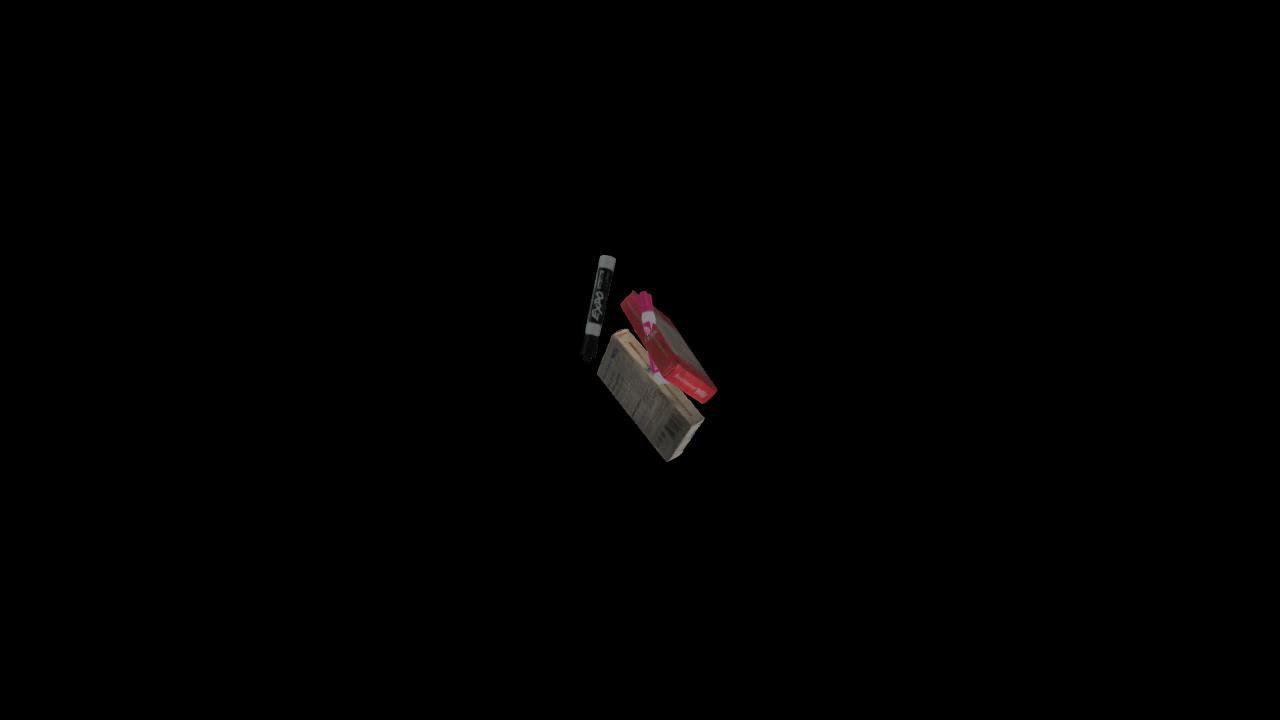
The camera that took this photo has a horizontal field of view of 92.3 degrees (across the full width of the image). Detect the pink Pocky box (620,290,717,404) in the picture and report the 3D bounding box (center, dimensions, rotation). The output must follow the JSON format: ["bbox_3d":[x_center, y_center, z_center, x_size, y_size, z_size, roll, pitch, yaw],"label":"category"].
[{"bbox_3d":[0.034,-0.018,0.768,0.084,0.029,0.155,33,19,-43],"label":"pink Pocky box"}]

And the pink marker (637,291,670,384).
[{"bbox_3d":[0.015,-0.027,0.743,0.020,0.121,0.020,-10,-16,-3],"label":"pink marker"}]

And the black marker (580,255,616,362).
[{"bbox_3d":[-0.047,-0.057,0.686,0.020,0.121,0.020,10,-10,2],"label":"black marker"}]

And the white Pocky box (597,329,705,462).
[{"bbox_3d":[0.008,0.043,0.758,0.028,0.154,0.084,-24,-27,-36],"label":"white Pocky box"}]
